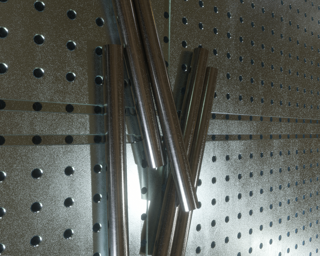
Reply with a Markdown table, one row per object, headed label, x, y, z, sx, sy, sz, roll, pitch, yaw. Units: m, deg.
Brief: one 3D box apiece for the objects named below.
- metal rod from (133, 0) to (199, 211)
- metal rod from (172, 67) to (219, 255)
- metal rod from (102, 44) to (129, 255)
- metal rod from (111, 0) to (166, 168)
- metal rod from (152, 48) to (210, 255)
| label | x | y | z | sx | sy | sz | roll | pitch | yaw |
| --- | --- | --- | --- | --- | --- | --- | --- | --- | --- |
| metal rod | 0.005 | -0.040 | 0.396 | 0.025 | 0.025 | 0.298 | -17 | 95 | -39 |
| metal rod | 0.048 | 0.054 | 0.451 | 0.025 | 0.025 | 0.299 | 20 | 77 | -39 |
| metal rod | -0.052 | 0.054 | 0.367 | 0.025 | 0.025 | 0.298 | -3 | 92 | -40 |
| metal rod | -0.034 | -0.096 | 0.382 | 0.025 | 0.025 | 0.298 | -20 | 103 | -39 |
| metal rod | 0.031 | 0.030 | 0.437 | 0.025 | 0.025 | 0.299 | 20 | 77 | -39 |
